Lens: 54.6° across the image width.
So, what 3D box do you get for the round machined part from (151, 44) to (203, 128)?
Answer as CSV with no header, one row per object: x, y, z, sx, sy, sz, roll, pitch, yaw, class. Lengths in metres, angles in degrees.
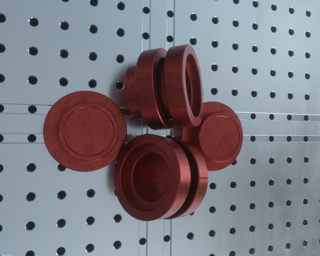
0.021,-0.048,0.374,0.042,0.098,0.097,-5,92,20,round machined part

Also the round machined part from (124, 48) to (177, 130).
-0.011,-0.046,0.382,0.042,0.098,0.097,-5,92,20,round machined part

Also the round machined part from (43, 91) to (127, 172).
-0.087,0.004,0.371,0.099,0.042,0.097,0,90,-20,round machined part

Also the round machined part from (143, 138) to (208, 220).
0.018,0.063,0.390,0.042,0.098,0.098,14,85,-51,round machined part

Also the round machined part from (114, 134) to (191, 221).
-0.005,0.058,0.367,0.042,0.098,0.098,13,85,-52,round machined part

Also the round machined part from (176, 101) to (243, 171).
0.075,0.012,0.431,0.099,0.042,0.097,0,90,-20,round machined part
